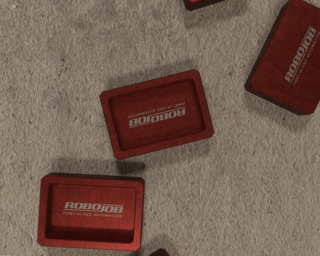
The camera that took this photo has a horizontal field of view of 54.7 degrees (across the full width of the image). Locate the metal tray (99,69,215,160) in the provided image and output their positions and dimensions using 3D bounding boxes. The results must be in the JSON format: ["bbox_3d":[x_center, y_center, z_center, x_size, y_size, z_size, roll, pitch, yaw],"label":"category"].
[{"bbox_3d":[-0.004,-0.017,0.407,0.131,0.030,0.089,-14,90,-1],"label":"metal tray"}]

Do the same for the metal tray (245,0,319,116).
[{"bbox_3d":[0.182,-0.092,0.410,0.090,0.030,0.129,26,90,-1],"label":"metal tray"}]

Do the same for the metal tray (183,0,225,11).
[{"bbox_3d":[0.060,-0.232,0.408,0.090,0.030,0.129,-18,90,-1],"label":"metal tray"}]

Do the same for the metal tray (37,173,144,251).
[{"bbox_3d":[-0.088,0.108,0.406,0.131,0.030,0.089,3,90,-1],"label":"metal tray"}]

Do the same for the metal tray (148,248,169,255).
[{"bbox_3d":[0.003,0.240,0.408,0.090,0.030,0.130,-33,90,-1],"label":"metal tray"}]
